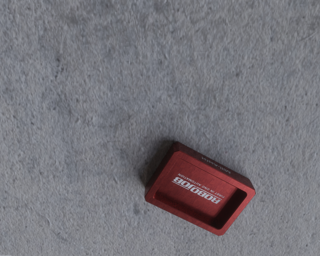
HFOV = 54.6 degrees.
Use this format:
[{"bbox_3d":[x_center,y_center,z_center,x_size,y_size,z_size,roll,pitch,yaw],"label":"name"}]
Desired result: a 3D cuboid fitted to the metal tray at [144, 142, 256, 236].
[{"bbox_3d":[0.055,0.088,0.439,0.130,0.030,0.090,28,108,-10],"label":"metal tray"}]
